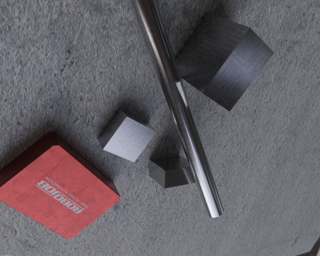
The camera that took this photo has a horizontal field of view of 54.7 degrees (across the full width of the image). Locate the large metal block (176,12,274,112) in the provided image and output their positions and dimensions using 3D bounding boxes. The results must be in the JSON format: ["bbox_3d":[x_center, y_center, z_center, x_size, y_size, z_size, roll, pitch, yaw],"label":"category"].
[{"bbox_3d":[0.068,-0.078,0.361,0.050,0.080,0.080,27,103,-38],"label":"large metal block"}]

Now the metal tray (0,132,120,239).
[{"bbox_3d":[-0.122,0.076,0.384,0.090,0.030,0.130,-39,130,-2],"label":"metal tray"}]

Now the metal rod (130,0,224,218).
[{"bbox_3d":[0.030,-0.008,0.378,0.025,0.025,0.298,-27,115,-12],"label":"metal rod"}]

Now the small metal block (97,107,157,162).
[{"bbox_3d":[-0.041,0.010,0.391,0.050,0.025,0.050,29,102,-38],"label":"small metal block"}]

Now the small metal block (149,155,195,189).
[{"bbox_3d":[0.018,0.060,0.436,0.050,0.050,0.025,-5,104,-26],"label":"small metal block"}]
